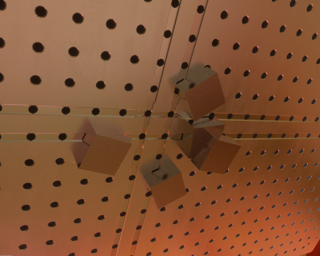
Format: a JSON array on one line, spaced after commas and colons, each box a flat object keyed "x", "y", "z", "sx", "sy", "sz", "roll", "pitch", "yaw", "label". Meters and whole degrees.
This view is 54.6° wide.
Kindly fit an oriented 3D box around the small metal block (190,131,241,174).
[{"x": 0.080, "y": 0.036, "z": 0.444, "sx": 0.050, "sy": 0.025, "sz": 0.050, "roll": 14, "pitch": 111, "yaw": -34, "label": "small metal block"}]

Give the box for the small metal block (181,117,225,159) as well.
[{"x": 0.062, "y": 0.013, "z": 0.452, "sx": 0.050, "sy": 0.025, "sz": 0.050, "roll": -7, "pitch": 122, "yaw": -25, "label": "small metal block"}]

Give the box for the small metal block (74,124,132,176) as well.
[{"x": -0.071, "y": 0.029, "z": 0.389, "sx": 0.050, "sy": 0.025, "sz": 0.050, "roll": 19, "pitch": 108, "yaw": -36, "label": "small metal block"}]

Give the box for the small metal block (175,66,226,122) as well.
[{"x": 0.055, "y": -0.045, "z": 0.412, "sx": 0.050, "sy": 0.025, "sz": 0.050, "roll": -32, "pitch": 129, "yaw": -8, "label": "small metal block"}]

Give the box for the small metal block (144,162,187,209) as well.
[{"x": 0.009, "y": 0.088, "z": 0.469, "sx": 0.050, "sy": 0.025, "sz": 0.050, "roll": -25, "pitch": 128, "yaw": -13, "label": "small metal block"}]
